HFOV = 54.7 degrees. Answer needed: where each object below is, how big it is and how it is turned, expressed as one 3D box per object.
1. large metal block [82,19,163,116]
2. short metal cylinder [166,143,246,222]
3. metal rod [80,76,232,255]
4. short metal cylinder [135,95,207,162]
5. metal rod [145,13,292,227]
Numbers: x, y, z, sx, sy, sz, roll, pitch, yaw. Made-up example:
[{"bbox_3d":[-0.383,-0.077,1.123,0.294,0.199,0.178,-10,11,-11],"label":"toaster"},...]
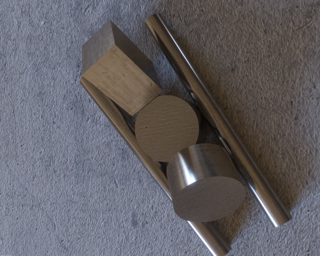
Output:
[{"bbox_3d":[-0.048,-0.075,0.381,0.050,0.080,0.080,-38,36,16],"label":"large metal block"},{"bbox_3d":[0.051,0.064,0.356,0.080,0.080,0.050,-33,37,17],"label":"short metal cylinder"},{"bbox_3d":[-0.013,0.041,0.414,0.025,0.025,0.300,-42,77,15],"label":"metal rod"},{"bbox_3d":[0.016,0.001,0.391,0.080,0.050,0.080,0,90,20],"label":"short metal cylinder"},{"bbox_3d":[0.066,-0.018,0.386,0.025,0.025,0.299,-34,79,17],"label":"metal rod"}]
